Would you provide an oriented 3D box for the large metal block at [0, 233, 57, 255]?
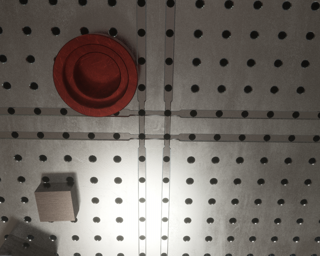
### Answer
[{"bbox_3d":[-0.222,0.225,0.480,0.080,0.050,0.080,30,107,-11],"label":"large metal block"}]

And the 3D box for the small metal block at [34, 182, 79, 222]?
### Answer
[{"bbox_3d":[-0.149,0.107,0.451,0.050,0.025,0.050,-2,110,0],"label":"small metal block"}]

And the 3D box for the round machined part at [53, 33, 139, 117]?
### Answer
[{"bbox_3d":[-0.075,-0.066,0.379,0.099,0.042,0.097,0,110,-1],"label":"round machined part"}]
